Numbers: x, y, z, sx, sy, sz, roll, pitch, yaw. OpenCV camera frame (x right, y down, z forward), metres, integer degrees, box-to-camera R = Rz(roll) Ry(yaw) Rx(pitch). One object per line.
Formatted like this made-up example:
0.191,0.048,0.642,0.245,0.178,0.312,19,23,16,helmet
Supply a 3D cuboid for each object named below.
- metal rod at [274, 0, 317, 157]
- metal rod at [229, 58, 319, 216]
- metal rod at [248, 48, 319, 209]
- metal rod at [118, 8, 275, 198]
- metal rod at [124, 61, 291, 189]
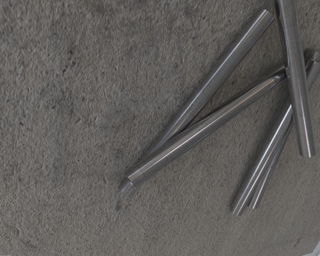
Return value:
0.182,-0.085,0.419,0.025,0.025,0.299,-28,118,-11,metal rod
0.183,0.030,0.511,0.025,0.025,0.298,1,122,-29,metal rod
0.204,0.015,0.527,0.025,0.025,0.298,-2,120,-27,metal rod
0.043,-0.027,0.413,0.025,0.025,0.299,32,101,-38,metal rod
0.083,-0.017,0.417,0.301,0.025,0.025,-34,129,-15,metal rod
